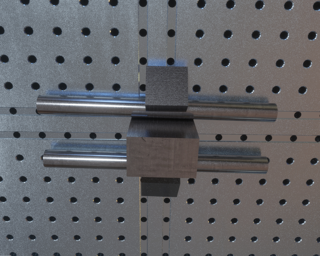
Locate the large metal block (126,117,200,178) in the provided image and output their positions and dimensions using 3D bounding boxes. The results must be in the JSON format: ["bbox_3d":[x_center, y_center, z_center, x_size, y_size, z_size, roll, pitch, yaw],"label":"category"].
[{"bbox_3d":[0.003,0.020,0.387,0.081,0.080,0.050,2,110,-1],"label":"large metal block"}]

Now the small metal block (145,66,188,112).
[{"bbox_3d":[0.008,-0.048,0.380,0.050,0.025,0.050,1,76,-1],"label":"small metal block"}]

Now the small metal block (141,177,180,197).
[{"bbox_3d":[0.000,0.073,0.424,0.050,0.025,0.050,2,148,-2],"label":"small metal block"}]

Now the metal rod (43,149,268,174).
[{"bbox_3d":[-0.005,0.046,0.427,0.302,0.025,0.025,2,110,-1],"label":"metal rod"}]

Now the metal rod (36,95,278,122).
[{"bbox_3d":[-0.002,-0.025,0.399,0.302,0.025,0.025,2,110,-1],"label":"metal rod"}]
